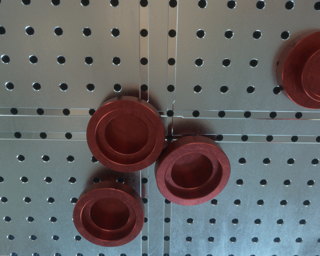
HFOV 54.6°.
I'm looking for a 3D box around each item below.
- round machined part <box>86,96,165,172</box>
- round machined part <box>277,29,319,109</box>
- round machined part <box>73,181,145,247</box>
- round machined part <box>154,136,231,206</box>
[{"bbox_3d":[-0.042,0.005,0.406,0.099,0.042,0.097,0,110,0],"label":"round machined part"},{"bbox_3d":[0.200,-0.069,0.380,0.099,0.042,0.097,0,110,0],"label":"round machined part"},{"bbox_3d":[-0.071,0.118,0.447,0.099,0.042,0.097,0,110,0],"label":"round machined part"},{"bbox_3d":[0.041,0.053,0.419,0.099,0.042,0.097,-4,116,-7],"label":"round machined part"}]
